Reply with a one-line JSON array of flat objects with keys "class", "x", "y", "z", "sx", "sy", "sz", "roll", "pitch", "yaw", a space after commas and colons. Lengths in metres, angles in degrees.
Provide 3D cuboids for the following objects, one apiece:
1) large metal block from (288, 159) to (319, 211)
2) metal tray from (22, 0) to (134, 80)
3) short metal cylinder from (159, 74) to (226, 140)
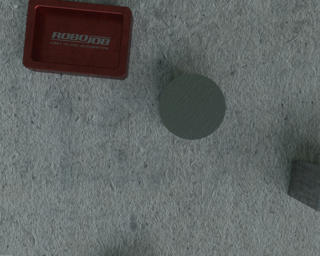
[{"class": "large metal block", "x": 0.218, "y": 0.072, "z": 0.384, "sx": 0.080, "sy": 0.080, "sz": 0.050, "roll": 7, "pitch": 90, "yaw": 0}, {"class": "metal tray", "x": -0.105, "y": -0.115, "z": 0.406, "sx": 0.131, "sy": 0.030, "sz": 0.089, "roll": 6, "pitch": 90, "yaw": 0}, {"class": "short metal cylinder", "x": 0.039, "y": -0.026, "z": 0.398, "sx": 0.081, "sy": 0.050, "sz": 0.079, "roll": 0, "pitch": 90, "yaw": 0}]
